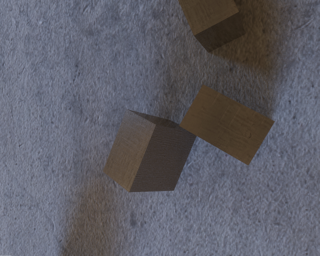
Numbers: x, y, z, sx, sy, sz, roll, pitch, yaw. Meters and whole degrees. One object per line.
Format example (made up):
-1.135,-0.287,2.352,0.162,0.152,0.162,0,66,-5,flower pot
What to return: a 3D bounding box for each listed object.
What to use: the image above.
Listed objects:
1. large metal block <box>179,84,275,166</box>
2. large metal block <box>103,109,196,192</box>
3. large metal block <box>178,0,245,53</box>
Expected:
0.077,-0.001,0.350,0.080,0.080,0.050,31,94,17,large metal block
-0.010,0.029,0.376,0.050,0.080,0.080,28,100,39,large metal block
0.056,-0.143,0.360,0.050,0.080,0.080,-25,82,18,large metal block
